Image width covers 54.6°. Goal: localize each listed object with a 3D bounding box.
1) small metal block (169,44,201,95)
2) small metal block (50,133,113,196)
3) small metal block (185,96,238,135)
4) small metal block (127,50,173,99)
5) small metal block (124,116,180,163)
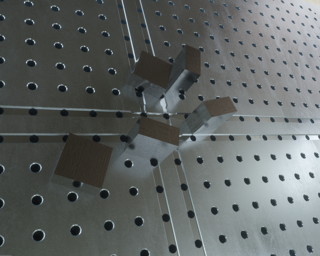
[{"bbox_3d":[0.037,-0.087,0.464,0.025,0.050,0.050,17,55,-19],"label":"small metal block"},{"bbox_3d":[-0.084,0.040,0.338,0.050,0.025,0.050,21,54,-15],"label":"small metal block"},{"bbox_3d":[0.072,-0.018,0.441,0.050,0.050,0.025,-13,69,-33],"label":"small metal block"},{"bbox_3d":[-0.014,-0.077,0.447,0.050,0.025,0.050,24,53,-13],"label":"small metal block"},{"bbox_3d":[-0.010,0.015,0.377,0.050,0.050,0.025,18,55,-18],"label":"small metal block"}]
